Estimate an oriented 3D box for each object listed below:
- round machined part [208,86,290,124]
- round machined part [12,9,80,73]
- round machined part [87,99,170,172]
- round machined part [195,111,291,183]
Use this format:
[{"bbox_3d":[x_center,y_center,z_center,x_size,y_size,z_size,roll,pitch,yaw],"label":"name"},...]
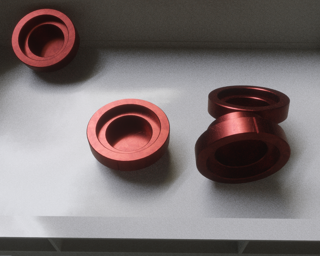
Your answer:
[{"bbox_3d":[0.111,-0.021,0.396,0.099,0.042,0.098,-1,24,1],"label":"round machined part"},{"bbox_3d":[-0.175,-0.133,0.487,0.099,0.042,0.098,0,78,2],"label":"round machined part"},{"bbox_3d":[-0.037,0.013,0.383,0.099,0.042,0.098,0,50,0],"label":"round machined part"},{"bbox_3d":[0.088,0.019,0.342,0.099,0.097,0.042,-1,50,-1],"label":"round machined part"}]
